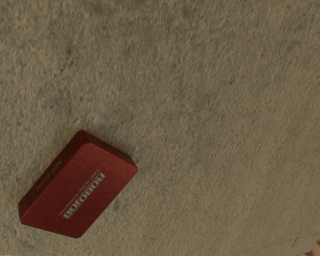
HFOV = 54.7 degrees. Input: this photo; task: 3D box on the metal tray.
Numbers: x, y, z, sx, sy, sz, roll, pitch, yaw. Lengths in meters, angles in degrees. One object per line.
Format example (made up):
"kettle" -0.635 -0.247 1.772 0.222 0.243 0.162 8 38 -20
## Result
"metal tray" -0.103 0.076 0.396 0.130 0.030 0.090 -49 129 6
